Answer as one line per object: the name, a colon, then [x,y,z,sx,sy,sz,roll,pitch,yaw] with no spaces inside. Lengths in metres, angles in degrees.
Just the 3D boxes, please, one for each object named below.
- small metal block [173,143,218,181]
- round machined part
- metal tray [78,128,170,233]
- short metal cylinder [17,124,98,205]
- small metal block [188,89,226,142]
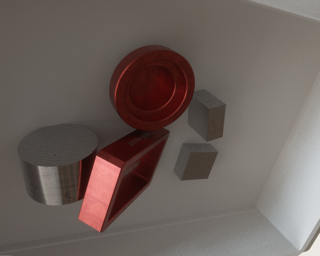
small metal block: [0.054,0.051,0.472,0.050,0.025,0.050,2,118,-30]
round machined part: [-0.012,-0.049,0.362,0.099,0.042,0.097,-14,125,-21]
metal tray: [-0.037,0.051,0.368,0.131,0.030,0.089,-33,146,-64]
short metal cylinder: [-0.108,0.037,0.338,0.081,0.080,0.050,-11,123,-23]
small metal block: [0.062,-0.018,0.417,0.025,0.050,0.050,-15,125,-20]
